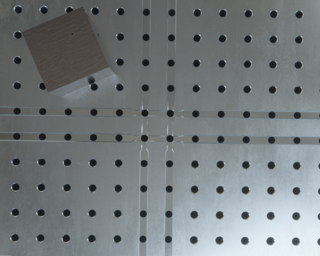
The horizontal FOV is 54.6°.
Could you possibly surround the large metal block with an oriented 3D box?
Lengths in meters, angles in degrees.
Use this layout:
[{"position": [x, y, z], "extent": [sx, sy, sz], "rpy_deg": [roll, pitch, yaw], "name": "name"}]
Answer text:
[{"position": [-0.115, -0.095, 0.400], "extent": [0.080, 0.050, 0.080], "rpy_deg": [-23, 90, 0], "name": "large metal block"}]
